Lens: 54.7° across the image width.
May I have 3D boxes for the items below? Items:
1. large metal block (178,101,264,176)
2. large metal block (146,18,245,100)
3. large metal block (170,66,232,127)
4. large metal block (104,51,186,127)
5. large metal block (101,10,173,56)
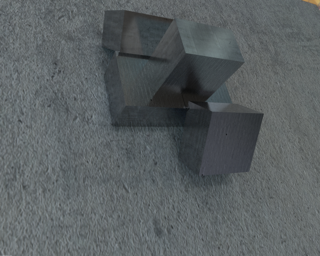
[{"bbox_3d":[0.077,0.012,0.398,0.081,0.079,0.050,1,18,-29],"label":"large metal block"},{"bbox_3d":[0.040,-0.080,0.378,0.081,0.080,0.050,1,61,-28],"label":"large metal block"},{"bbox_3d":[0.049,-0.048,0.445,0.081,0.050,0.080,1,62,-28],"label":"large metal block"},{"bbox_3d":[-0.022,-0.049,0.406,0.081,0.050,0.080,1,62,-28],"label":"large metal block"},{"bbox_3d":[-0.028,-0.129,0.428,0.081,0.050,0.080,0,18,-28],"label":"large metal block"}]
